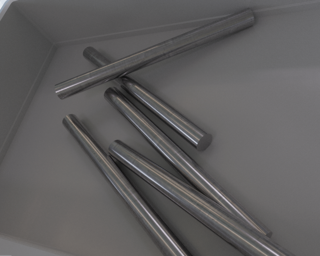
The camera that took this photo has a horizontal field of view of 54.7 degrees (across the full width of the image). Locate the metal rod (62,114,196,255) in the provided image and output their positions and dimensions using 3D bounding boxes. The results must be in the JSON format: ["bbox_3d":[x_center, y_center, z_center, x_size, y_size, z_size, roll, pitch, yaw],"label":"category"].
[{"bbox_3d":[-0.053,0.066,0.393,0.025,0.025,0.300,-46,51,-4],"label":"metal rod"}]

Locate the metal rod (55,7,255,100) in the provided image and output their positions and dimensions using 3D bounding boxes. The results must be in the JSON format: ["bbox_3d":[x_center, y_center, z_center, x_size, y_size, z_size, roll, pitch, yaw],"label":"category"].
[{"bbox_3d":[-0.012,-0.106,0.452,0.301,0.025,0.025,-20,54,7],"label":"metal rod"}]

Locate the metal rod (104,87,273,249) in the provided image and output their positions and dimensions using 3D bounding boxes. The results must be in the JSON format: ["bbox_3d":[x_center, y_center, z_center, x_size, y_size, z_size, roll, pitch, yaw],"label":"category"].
[{"bbox_3d":[0.011,0.027,0.383,0.025,0.025,0.300,-45,51,-3],"label":"metal rod"}]

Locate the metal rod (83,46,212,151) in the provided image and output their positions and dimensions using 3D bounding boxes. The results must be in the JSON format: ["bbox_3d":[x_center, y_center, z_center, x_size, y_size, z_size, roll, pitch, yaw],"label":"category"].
[{"bbox_3d":[-0.037,-0.058,0.460,0.025,0.025,0.300,-47,51,-4],"label":"metal rod"}]

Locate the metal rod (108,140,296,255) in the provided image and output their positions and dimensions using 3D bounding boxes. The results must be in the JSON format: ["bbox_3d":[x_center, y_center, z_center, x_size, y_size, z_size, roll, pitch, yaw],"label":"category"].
[{"bbox_3d":[0.036,0.077,0.316,0.300,0.025,0.025,28,77,44],"label":"metal rod"}]
